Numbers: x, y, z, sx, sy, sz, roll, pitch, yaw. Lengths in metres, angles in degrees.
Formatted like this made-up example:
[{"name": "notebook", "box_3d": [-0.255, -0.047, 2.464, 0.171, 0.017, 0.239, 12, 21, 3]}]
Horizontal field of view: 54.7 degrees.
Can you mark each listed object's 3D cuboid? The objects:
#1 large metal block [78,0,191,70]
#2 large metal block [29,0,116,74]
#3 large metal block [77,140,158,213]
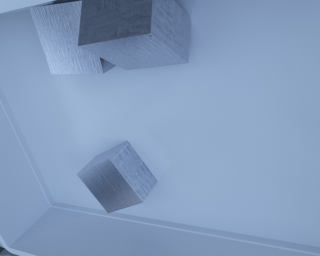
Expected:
[{"name": "large metal block", "box_3d": [-0.023, -0.098, 0.315, 0.080, 0.080, 0.050, -1, 82, 28]}, {"name": "large metal block", "box_3d": [-0.097, -0.112, 0.374, 0.080, 0.050, 0.079, 4, 120, 26]}, {"name": "large metal block", "box_3d": [-0.065, 0.076, 0.474, 0.080, 0.050, 0.080, -27, 104, 37]}]
